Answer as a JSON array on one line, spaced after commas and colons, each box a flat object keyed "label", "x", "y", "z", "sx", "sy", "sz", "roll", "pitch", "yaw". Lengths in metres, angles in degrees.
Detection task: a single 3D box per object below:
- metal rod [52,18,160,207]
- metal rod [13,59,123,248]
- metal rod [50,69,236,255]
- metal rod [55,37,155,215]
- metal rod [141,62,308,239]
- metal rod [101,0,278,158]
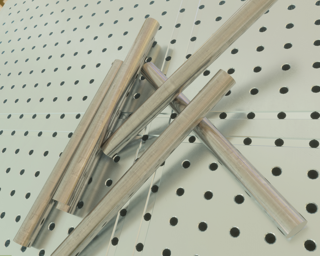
[{"label": "metal rod", "x": -0.067, "y": -0.036, "z": 0.438, "sx": 0.025, "sy": 0.025, "sz": 0.300, "roll": 10, "pitch": 66, "yaw": 32}, {"label": "metal rod", "x": -0.123, "y": 0.025, "z": 0.459, "sx": 0.025, "sy": 0.025, "sz": 0.300, "roll": 12, "pitch": 68, "yaw": 33}, {"label": "metal rod", "x": -0.022, "y": 0.050, "z": 0.368, "sx": 0.300, "sy": 0.025, "sz": 0.025, "roll": -48, "pitch": 51, "yaw": 3}, {"label": "metal rod", "x": -0.073, "y": -0.020, "z": 0.460, "sx": 0.025, "sy": 0.025, "sz": 0.300, "roll": 9, "pitch": 66, "yaw": 32}, {"label": "metal rod", "x": 0.054, "y": 0.002, "z": 0.379, "sx": 0.025, "sy": 0.025, "sz": 0.300, "roll": -39, "pitch": 51, "yaw": 2}, {"label": "metal rod", "x": 0.033, "y": -0.067, "z": 0.390, "sx": 0.299, "sy": 0.025, "sz": 0.025, "roll": -43, "pitch": 50, "yaw": 15}]
